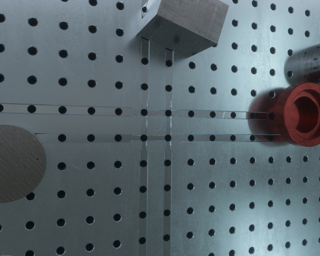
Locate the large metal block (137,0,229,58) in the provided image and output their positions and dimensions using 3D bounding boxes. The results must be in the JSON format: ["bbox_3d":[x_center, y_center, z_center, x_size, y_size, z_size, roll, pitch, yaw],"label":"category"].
[{"bbox_3d":[0.026,-0.136,0.393,0.080,0.080,0.050,20,84,-19],"label":"large metal block"}]

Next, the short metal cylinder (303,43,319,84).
[{"bbox_3d":[0.283,-0.104,0.503,0.081,0.050,0.079,0,90,-20],"label":"short metal cylinder"}]

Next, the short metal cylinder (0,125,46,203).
[{"bbox_3d":[-0.167,0.036,0.338,0.081,0.050,0.079,0,90,-20],"label":"short metal cylinder"}]

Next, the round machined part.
[{"bbox_3d":[0.218,-0.020,0.484,0.099,0.042,0.097,0,90,-20],"label":"round machined part"}]
